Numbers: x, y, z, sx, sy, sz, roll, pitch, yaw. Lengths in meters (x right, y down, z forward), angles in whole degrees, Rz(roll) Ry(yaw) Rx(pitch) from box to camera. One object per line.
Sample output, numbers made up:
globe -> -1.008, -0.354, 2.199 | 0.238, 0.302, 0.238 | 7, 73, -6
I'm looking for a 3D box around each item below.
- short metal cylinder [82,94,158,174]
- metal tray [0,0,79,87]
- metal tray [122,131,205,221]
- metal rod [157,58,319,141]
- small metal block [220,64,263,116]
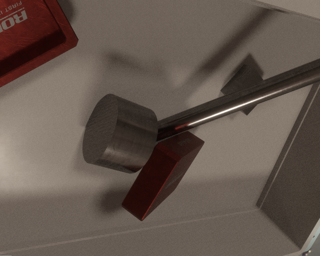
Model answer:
short metal cylinder -> -0.047, 0.007, 0.351 | 0.050, 0.080, 0.080 | 21, 107, -32
metal tray -> -0.147, -0.081, 0.259 | 0.131, 0.030, 0.090 | -32, 145, -8
metal tray -> 0.010, 0.055, 0.398 | 0.090, 0.030, 0.131 | -60, 166, 15
metal rod -> 0.127, -0.045, 0.373 | 0.301, 0.025, 0.025 | -21, 131, 15
small metal block -> 0.123, -0.054, 0.445 | 0.050, 0.025, 0.050 | -48, 129, 5
